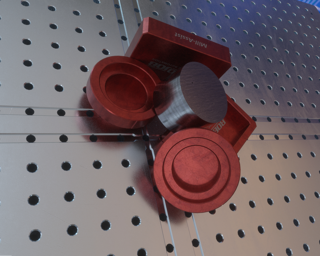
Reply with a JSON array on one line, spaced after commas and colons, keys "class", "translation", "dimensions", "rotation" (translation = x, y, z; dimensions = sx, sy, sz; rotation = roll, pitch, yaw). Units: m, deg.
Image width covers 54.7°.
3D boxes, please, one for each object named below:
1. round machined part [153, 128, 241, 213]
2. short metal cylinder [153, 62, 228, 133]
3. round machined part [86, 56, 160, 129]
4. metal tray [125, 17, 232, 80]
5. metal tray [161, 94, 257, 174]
[{"class": "round machined part", "translation": [0.043, 0.048, 0.371], "dimensions": [0.099, 0.042, 0.097], "rotation": [0, 92, 5]}, {"class": "short metal cylinder", "translation": [0.038, -0.035, 0.388], "dimensions": [0.081, 0.050, 0.080], "rotation": [18, 60, -34]}, {"class": "round machined part", "translation": [-0.046, -0.041, 0.399], "dimensions": [0.099, 0.042, 0.098], "rotation": [14, 56, -21]}, {"class": "metal tray", "translation": [0.022, -0.093, 0.436], "dimensions": [0.131, 0.090, 0.030], "rotation": [14, 56, -21]}, {"class": "metal tray", "translation": [0.074, 0.004, 0.444], "dimensions": [0.090, 0.030, 0.131], "rotation": [45, 51, 3]}]
